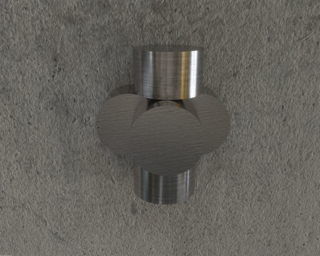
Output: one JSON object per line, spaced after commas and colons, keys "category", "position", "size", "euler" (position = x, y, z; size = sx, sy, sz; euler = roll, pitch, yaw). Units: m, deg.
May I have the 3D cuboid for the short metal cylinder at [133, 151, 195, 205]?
{"category": "short metal cylinder", "position": [0.006, 0.055, 0.403], "size": [0.081, 0.080, 0.050], "euler": [0, 110, -1]}

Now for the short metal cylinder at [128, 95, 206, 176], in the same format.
{"category": "short metal cylinder", "position": [0.007, 0.006, 0.346], "size": [0.081, 0.050, 0.079], "euler": [0, 110, -1]}

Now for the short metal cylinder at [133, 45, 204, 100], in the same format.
{"category": "short metal cylinder", "position": [0.010, -0.067, 0.358], "size": [0.081, 0.080, 0.050], "euler": [0, 110, -1]}

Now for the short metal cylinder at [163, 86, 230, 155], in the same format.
{"category": "short metal cylinder", "position": [0.044, -0.011, 0.394], "size": [0.081, 0.050, 0.079], "euler": [0, 110, -1]}

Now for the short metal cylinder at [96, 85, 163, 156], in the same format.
{"category": "short metal cylinder", "position": [-0.036, -0.011, 0.393], "size": [0.081, 0.050, 0.079], "euler": [0, 110, -1]}
